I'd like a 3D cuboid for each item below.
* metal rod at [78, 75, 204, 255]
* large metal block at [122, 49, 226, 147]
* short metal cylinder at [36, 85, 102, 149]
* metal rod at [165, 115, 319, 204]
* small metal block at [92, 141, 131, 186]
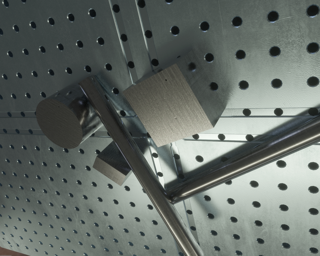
[{"bbox_3d":[-0.024,0.061,0.437,0.025,0.025,0.299,-27,97,37],"label":"metal rod"},{"bbox_3d":[0.017,-0.033,0.366,0.080,0.050,0.080,-22,107,36],"label":"large metal block"},{"bbox_3d":[-0.132,-0.016,0.454,0.080,0.050,0.079,13,124,21],"label":"short metal cylinder"},{"bbox_3d":[0.101,0.046,0.386,0.299,0.025,0.025,-34,99,38],"label":"metal rod"},{"bbox_3d":[-0.062,0.050,0.459,0.050,0.050,0.025,33,129,7],"label":"small metal block"}]
